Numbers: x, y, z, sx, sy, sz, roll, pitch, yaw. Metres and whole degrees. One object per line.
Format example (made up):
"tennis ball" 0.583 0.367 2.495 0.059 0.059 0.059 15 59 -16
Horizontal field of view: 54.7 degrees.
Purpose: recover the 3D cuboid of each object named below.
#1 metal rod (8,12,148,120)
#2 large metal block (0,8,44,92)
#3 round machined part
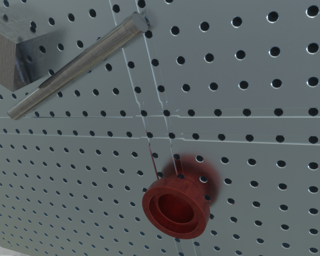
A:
"metal rod" -0.133 -0.072 0.436 0.299 0.025 0.025 -23 106 36
"large metal block" -0.220 -0.112 0.442 0.080 0.050 0.079 32 129 7
"round machined part" 0.027 0.112 0.456 0.098 0.042 0.097 13 124 21
